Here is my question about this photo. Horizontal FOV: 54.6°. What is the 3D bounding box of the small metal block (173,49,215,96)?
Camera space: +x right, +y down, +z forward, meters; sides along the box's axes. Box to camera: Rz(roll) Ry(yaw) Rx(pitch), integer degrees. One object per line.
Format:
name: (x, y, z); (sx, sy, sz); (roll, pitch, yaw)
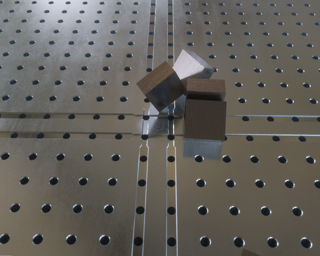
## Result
small metal block: (0.044, -0.079, 0.455); (0.025, 0.050, 0.050); (0, 40, -46)

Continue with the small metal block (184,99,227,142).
small metal block: (0.058, -0.009, 0.401); (0.050, 0.025, 0.050); (4, 82, 3)

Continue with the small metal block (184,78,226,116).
small metal block: (0.061, -0.040, 0.426); (0.050, 0.050, 0.025); (3, 50, 3)

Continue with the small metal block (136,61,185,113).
small metal block: (0.003, -0.056, 0.428); (0.050, 0.050, 0.025); (-38, 56, 3)

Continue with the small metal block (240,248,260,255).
small metal block: (0.092, 0.148, 0.284); (0.050, 0.025, 0.050); (20, 53, 16)
